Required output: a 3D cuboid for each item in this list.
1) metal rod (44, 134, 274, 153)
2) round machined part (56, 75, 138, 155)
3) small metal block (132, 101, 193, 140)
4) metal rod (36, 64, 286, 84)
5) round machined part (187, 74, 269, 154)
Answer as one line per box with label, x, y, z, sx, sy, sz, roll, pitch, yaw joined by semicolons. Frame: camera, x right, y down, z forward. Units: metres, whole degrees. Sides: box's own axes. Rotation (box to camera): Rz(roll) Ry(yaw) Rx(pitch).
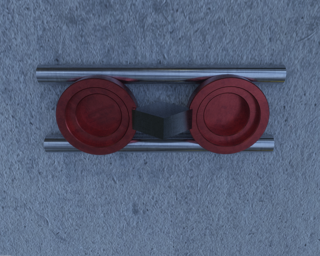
metal rod;-0.001;0.021;0.418;0.302;0.025;0.025;0;110;-1
round machined part;-0.075;-0.019;0.390;0.099;0.042;0.097;0;110;0
small metal block;0.003;-0.011;0.366;0.050;0.050;0.025;17;116;40
metal rod;0.002;-0.067;0.386;0.302;0.025;0.025;0;110;-1
round machined part;0.082;-0.020;0.390;0.099;0.042;0.097;0;110;0
